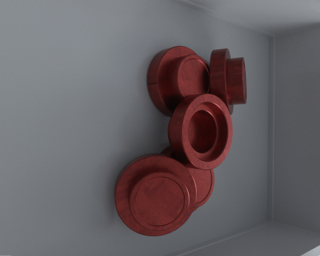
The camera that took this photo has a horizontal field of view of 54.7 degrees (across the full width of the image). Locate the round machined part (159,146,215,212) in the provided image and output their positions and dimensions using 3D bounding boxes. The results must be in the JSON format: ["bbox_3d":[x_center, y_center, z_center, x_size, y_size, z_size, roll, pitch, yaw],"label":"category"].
[{"bbox_3d":[0.038,0.072,0.427,0.099,0.042,0.097,0,90,-40],"label":"round machined part"}]

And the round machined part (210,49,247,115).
[{"bbox_3d":[0.103,-0.068,0.455,0.098,0.042,0.097,-3,90,-71],"label":"round machined part"}]

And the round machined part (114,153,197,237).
[{"bbox_3d":[-0.004,0.081,0.365,0.099,0.042,0.097,-1,94,-11],"label":"round machined part"}]

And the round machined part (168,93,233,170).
[{"bbox_3d":[0.049,0.005,0.408,0.099,0.042,0.097,0,90,-40],"label":"round machined part"}]

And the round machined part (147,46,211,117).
[{"bbox_3d":[0.034,-0.063,0.423,0.099,0.042,0.097,0,90,-40],"label":"round machined part"}]
